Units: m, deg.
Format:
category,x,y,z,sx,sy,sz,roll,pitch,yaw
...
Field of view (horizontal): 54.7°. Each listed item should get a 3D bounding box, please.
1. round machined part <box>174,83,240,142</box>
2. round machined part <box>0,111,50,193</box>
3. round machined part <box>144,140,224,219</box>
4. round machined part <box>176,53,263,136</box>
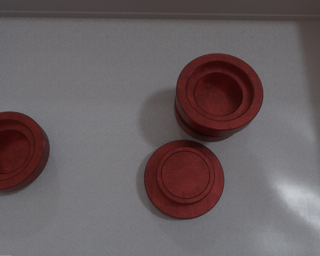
category,x,y,z,sx,sy,sz,roll,pitch,yaw
round machined part,0.069,-0.034,0.413,0.099,0.042,0.098,0,70,0
round machined part,-0.187,0.032,0.388,0.099,0.042,0.098,0,70,0
round machined part,0.030,0.060,0.379,0.099,0.042,0.098,0,70,0
round machined part,0.068,-0.036,0.369,0.099,0.042,0.098,0,70,0
